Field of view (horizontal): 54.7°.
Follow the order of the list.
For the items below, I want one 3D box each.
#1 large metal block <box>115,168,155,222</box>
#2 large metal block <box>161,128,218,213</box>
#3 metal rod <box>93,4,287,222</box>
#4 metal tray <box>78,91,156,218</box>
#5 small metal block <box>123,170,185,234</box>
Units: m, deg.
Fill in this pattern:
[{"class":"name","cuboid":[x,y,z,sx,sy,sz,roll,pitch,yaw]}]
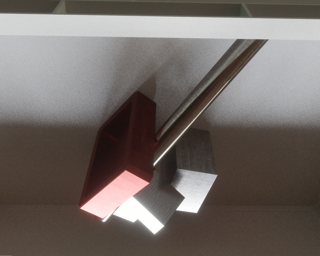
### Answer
[{"class":"large metal block","cuboid":[-0.054,0.073,0.434,0.080,0.080,0.050,29,124,-23]},{"class":"large metal block","cuboid":[0.035,0.055,0.420,0.050,0.080,0.079,10,129,-9]},{"class":"metal rod","cuboid":[0.022,-0.006,0.344,0.025,0.025,0.299,34,105,-26]},{"class":"metal tray","cuboid":[-0.046,0.026,0.360,0.030,0.130,0.090,34,123,-24]},{"class":"small metal block","cuboid":[-0.006,0.087,0.367,0.050,0.050,0.025,42,133,6]}]
